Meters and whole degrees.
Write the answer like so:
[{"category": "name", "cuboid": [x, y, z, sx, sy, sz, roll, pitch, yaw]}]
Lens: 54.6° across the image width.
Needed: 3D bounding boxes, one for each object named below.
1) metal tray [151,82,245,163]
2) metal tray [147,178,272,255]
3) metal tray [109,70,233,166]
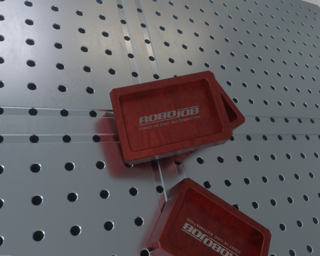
[{"category": "metal tray", "cuboid": [0.052, -0.018, 0.442, 0.131, 0.030, 0.090, -25, 76, -37]}, {"category": "metal tray", "cuboid": [0.061, 0.129, 0.358, 0.130, 0.030, 0.090, 34, 51, -6]}, {"category": "metal tray", "cuboid": [0.012, -0.013, 0.379, 0.131, 0.030, 0.090, -12, 75, -8]}]
